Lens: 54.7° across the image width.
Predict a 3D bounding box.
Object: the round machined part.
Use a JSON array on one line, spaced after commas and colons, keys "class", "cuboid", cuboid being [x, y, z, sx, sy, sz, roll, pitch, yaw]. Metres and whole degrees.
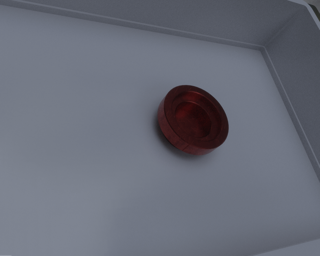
[{"class": "round machined part", "cuboid": [0.041, -0.007, 0.423, 0.099, 0.042, 0.098, 14, 56, -21]}]
